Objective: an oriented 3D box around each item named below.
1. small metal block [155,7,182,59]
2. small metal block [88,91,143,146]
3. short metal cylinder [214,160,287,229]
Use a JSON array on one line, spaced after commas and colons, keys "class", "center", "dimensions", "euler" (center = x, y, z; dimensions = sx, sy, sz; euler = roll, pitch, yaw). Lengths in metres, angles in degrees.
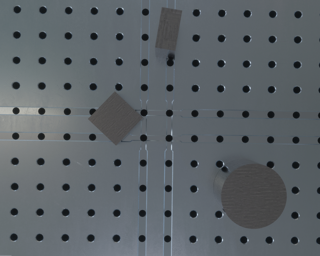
[{"class": "small metal block", "center": [0.010, -0.121, 0.401], "dimensions": [0.025, 0.050, 0.050], "euler": [10, 90, 0]}, {"class": "small metal block", "center": [-0.058, -0.012, 0.413], "dimensions": [0.050, 0.025, 0.050], "euler": [44, 90, 0]}, {"class": "short metal cylinder", "center": [0.114, 0.083, 0.402], "dimensions": [0.081, 0.050, 0.079], "euler": [0, 90, -1]}]
